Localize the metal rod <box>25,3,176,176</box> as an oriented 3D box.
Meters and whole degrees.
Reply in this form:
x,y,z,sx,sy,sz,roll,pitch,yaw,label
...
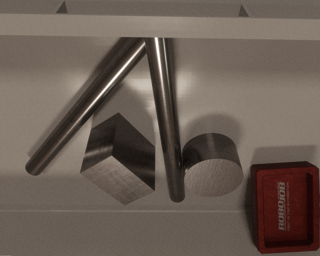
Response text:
x,y,z,sx,sy,sz,roll,pitch,yaw,label
-0.090,-0.028,0.383,0.025,0.025,0.299,32,123,-25,metal rod

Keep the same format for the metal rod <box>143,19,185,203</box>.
x,y,z,sx,sy,sz,roll,pitch,yaw,label
0.012,0.007,0.397,0.025,0.025,0.298,-5,136,4,metal rod

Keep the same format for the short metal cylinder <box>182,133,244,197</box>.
x,y,z,sx,sy,sz,roll,pitch,yaw,label
0.073,0.053,0.439,0.081,0.050,0.079,-1,130,0,short metal cylinder

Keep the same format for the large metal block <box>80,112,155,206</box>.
x,y,z,sx,sy,sz,roll,pitch,yaw,label
-0.051,0.041,0.407,0.050,0.080,0.080,-30,125,22,large metal block

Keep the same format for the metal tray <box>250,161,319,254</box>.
x,y,z,sx,sy,sz,roll,pitch,yaw,label
0.187,0.119,0.465,0.091,0.030,0.129,-4,97,1,metal tray
